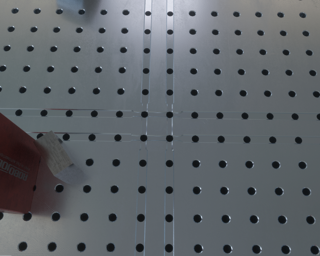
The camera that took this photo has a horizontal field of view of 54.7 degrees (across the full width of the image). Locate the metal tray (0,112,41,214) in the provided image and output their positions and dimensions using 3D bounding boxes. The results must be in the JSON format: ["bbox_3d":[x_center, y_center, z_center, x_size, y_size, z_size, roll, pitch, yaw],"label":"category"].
[{"bbox_3d":[-0.175,0.043,0.339,0.030,0.130,0.090,3,70,1],"label":"metal tray"}]

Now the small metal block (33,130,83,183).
[{"bbox_3d":[-0.125,0.037,0.384,0.025,0.050,0.050,-34,74,-12],"label":"small metal block"}]
